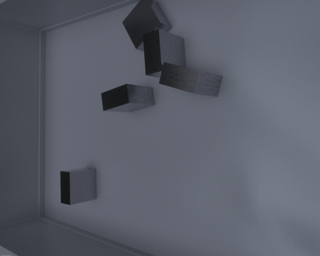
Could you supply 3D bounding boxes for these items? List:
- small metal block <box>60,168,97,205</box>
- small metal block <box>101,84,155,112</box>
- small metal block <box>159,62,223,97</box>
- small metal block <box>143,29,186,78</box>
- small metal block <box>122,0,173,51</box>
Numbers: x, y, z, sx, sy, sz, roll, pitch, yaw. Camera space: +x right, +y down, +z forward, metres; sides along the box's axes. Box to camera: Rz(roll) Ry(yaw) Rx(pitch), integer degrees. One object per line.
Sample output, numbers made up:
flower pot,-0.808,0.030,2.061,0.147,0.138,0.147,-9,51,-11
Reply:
small metal block,-0.129,0.092,0.494,0.025,0.050,0.050,-2,89,40
small metal block,-0.043,-0.040,0.424,0.050,0.050,0.025,-13,82,39
small metal block,0.036,-0.056,0.359,0.050,0.050,0.025,22,104,37
small metal block,0.007,-0.089,0.383,0.025,0.050,0.050,-7,86,40
small metal block,-0.018,-0.140,0.420,0.050,0.025,0.050,-40,66,32
